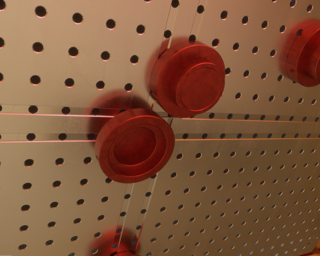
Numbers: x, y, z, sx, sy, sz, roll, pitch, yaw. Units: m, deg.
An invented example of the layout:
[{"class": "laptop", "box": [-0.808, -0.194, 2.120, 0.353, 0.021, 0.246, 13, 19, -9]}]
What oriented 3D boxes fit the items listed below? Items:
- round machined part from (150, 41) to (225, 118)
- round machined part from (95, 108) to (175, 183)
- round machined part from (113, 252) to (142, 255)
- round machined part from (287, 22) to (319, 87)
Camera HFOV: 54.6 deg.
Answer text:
[{"class": "round machined part", "box": [0.041, -0.055, 0.388, 0.099, 0.042, 0.097, -14, 124, -21]}, {"class": "round machined part", "box": [-0.034, 0.019, 0.392, 0.099, 0.042, 0.097, -14, 124, -21]}, {"class": "round machined part", "box": [-0.062, 0.248, 0.518, 0.099, 0.042, 0.097, -14, 124, -21]}, {"class": "round machined part", "box": [0.244, -0.106, 0.467, 0.099, 0.042, 0.097, -14, 124, -21]}]
